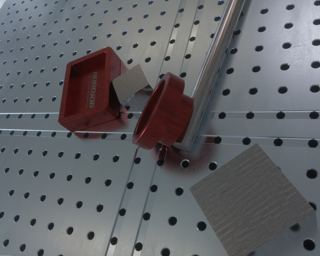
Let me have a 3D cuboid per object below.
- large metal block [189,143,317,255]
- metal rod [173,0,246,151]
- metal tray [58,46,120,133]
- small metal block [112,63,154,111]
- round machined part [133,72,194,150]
[{"bbox_3d":[0.088,0.076,0.300,0.080,0.050,0.080,-35,51,5],"label":"large metal block"},{"bbox_3d":[0.080,-0.107,0.431,0.025,0.025,0.300,9,66,32],"label":"metal rod"},{"bbox_3d":[-0.112,-0.064,0.503,0.090,0.030,0.130,-16,55,19],"label":"metal tray"},{"bbox_3d":[-0.040,-0.061,0.467,0.050,0.025,0.050,-31,52,8],"label":"small metal block"},{"bbox_3d":[0.006,-0.016,0.382,0.097,0.042,0.098,-59,12,22],"label":"round machined part"}]
